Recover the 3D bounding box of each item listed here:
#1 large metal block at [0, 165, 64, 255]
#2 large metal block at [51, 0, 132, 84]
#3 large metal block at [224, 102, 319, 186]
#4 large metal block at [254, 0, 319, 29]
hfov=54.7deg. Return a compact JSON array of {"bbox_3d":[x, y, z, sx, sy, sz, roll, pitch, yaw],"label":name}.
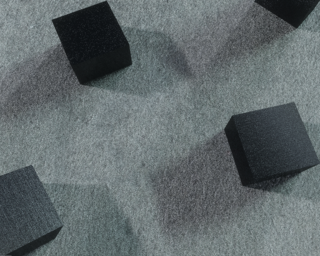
[{"bbox_3d":[-0.166,0.098,0.339,0.081,0.050,0.080,-21,69,-40],"label":"large metal block"},{"bbox_3d":[-0.094,-0.120,0.438,0.080,0.050,0.080,-23,72,-9],"label":"large metal block"},{"bbox_3d":[0.136,0.021,0.389,0.081,0.050,0.080,-12,71,-5],"label":"large metal block"},{"bbox_3d":[0.199,-0.210,0.458,0.080,0.080,0.050,39,75,12],"label":"large metal block"}]
